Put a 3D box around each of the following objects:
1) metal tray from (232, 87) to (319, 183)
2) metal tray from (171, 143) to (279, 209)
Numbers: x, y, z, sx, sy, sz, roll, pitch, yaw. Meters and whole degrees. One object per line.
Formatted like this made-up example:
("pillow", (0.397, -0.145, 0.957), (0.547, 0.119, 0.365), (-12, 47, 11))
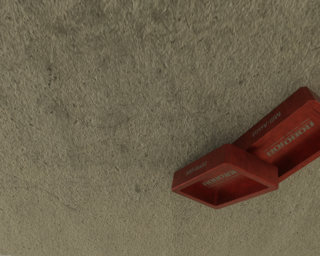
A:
("metal tray", (0.174, 0.016, 0.418), (0.090, 0.030, 0.129), (29, 124, -23))
("metal tray", (0.088, 0.074, 0.440), (0.090, 0.030, 0.129), (26, 144, -19))
